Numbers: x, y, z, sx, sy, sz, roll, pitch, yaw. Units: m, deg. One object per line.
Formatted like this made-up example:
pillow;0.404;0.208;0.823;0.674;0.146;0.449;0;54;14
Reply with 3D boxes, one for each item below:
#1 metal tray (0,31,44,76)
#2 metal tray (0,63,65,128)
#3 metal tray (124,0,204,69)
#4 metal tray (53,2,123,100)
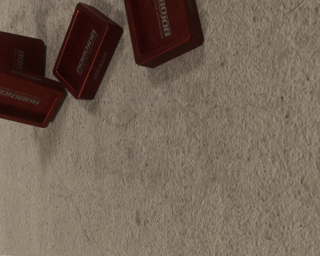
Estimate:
metal tray;-0.271;-0.107;0.579;0.030;0.091;0.129;11;97;48
metal tray;-0.245;-0.055;0.533;0.090;0.131;0.030;-53;39;27
metal tray;-0.001;-0.154;0.400;0.090;0.030;0.129;-18;79;38
metal tray;-0.120;-0.121;0.497;0.090;0.030;0.129;43;115;31
